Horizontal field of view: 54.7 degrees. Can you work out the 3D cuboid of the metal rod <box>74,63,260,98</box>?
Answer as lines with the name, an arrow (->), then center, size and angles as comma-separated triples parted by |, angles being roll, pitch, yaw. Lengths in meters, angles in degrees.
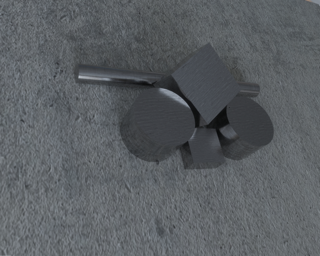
metal rod -> 0.029, -0.067, 0.461 | 0.303, 0.025, 0.025 | 1, 62, -28

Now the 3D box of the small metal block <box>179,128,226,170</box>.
small metal block -> 0.054, 0.028, 0.418 | 0.050, 0.025, 0.050 | 2, 61, -27

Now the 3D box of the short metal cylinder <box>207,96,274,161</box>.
short metal cylinder -> 0.116, 0.001, 0.451 | 0.081, 0.050, 0.080 | 14, 56, -21

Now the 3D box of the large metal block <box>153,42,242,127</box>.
large metal block -> 0.052, -0.057, 0.429 | 0.080, 0.050, 0.080 | -44, 103, -26

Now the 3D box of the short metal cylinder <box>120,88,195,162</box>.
short metal cylinder -> -0.004, -0.003, 0.388 | 0.081, 0.050, 0.080 | 14, 56, -21
